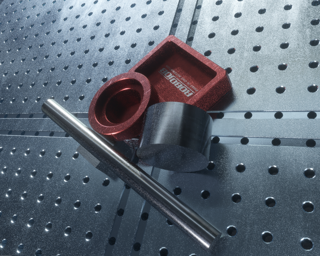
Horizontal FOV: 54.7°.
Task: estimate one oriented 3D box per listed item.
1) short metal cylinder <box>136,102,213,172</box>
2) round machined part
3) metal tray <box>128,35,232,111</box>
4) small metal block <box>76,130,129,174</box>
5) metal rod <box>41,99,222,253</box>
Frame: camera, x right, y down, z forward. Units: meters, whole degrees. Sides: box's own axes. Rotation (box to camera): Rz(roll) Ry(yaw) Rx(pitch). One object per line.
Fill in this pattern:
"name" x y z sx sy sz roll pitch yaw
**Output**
"short metal cylinder" 0.018 0.013 0.353 0.080 0.080 0.050 -4 60 26
"round machined part" -0.046 -0.025 0.425 0.098 0.042 0.098 -14 55 22
"metal tray" 0.023 -0.068 0.432 0.090 0.030 0.130 -42 51 -2
"small metal block" -0.080 0.028 0.432 0.050 0.025 0.050 32 79 37
"metal rod" -0.054 0.042 0.383 0.300 0.025 0.025 34 81 29
